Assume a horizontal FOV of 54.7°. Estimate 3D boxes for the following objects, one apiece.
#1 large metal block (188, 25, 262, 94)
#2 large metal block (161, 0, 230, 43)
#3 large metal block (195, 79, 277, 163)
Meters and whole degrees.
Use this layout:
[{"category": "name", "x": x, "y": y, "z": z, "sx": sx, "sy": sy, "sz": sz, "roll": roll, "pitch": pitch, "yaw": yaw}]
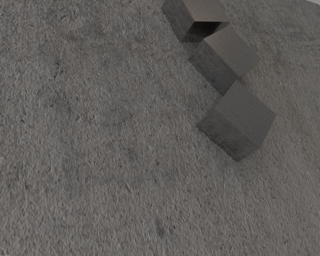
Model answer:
[{"category": "large metal block", "x": 0.108, "y": -0.114, "z": 0.515, "sx": 0.080, "sy": 0.050, "sz": 0.080, "roll": 49, "pitch": 51, "yaw": 6}, {"category": "large metal block", "x": 0.061, "y": -0.198, "z": 0.541, "sx": 0.081, "sy": 0.050, "sz": 0.080, "roll": -12, "pitch": 68, "yaw": -33}, {"category": "large metal block", "x": 0.113, "y": -0.011, "z": 0.455, "sx": 0.080, "sy": 0.050, "sz": 0.080, "roll": 41, "pitch": 51, "yaw": 0}]
